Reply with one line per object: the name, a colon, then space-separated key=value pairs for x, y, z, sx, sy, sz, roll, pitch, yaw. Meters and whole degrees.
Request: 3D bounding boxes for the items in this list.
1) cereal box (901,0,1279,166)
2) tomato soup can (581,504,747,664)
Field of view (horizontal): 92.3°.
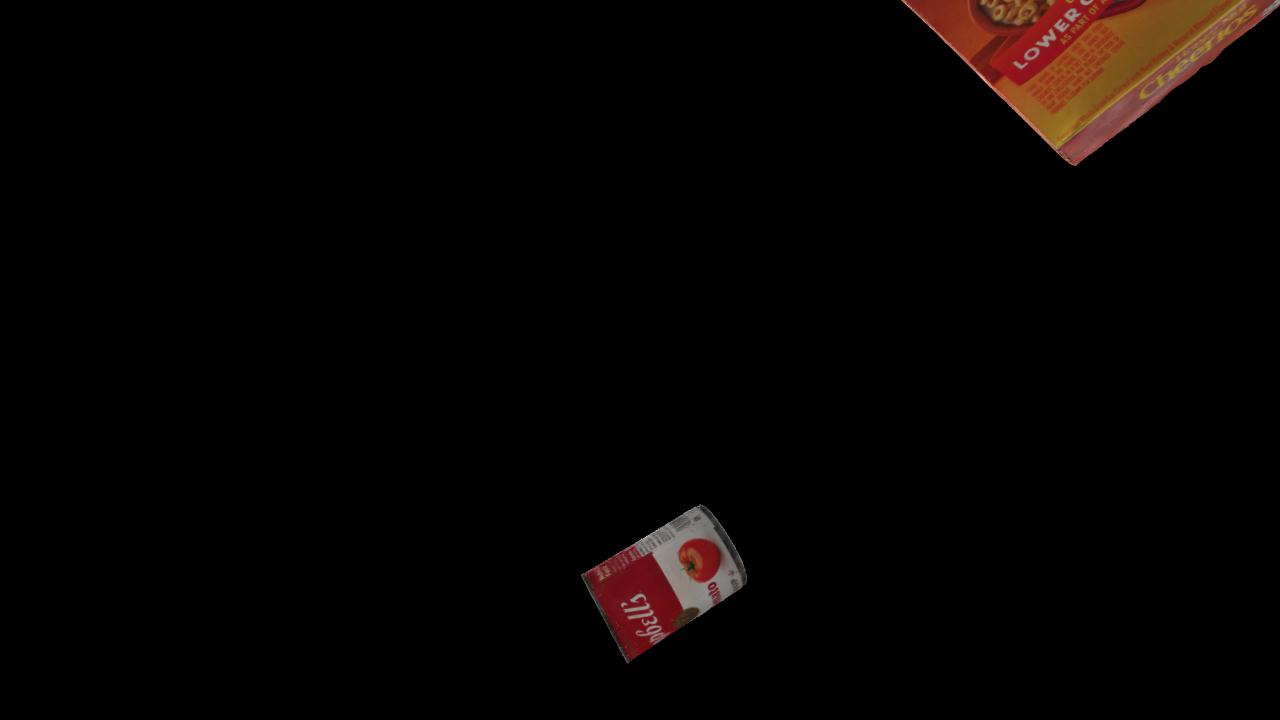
cereal box: x=0.354 y=-0.349 z=0.524 sx=0.081 sy=0.306 sz=0.203 roll=-1 pitch=-34 yaw=-45
tomato soup can: x=0.018 y=0.157 z=0.440 sx=0.101 sy=0.068 sz=0.068 roll=-28 pitch=7 yaw=-14
